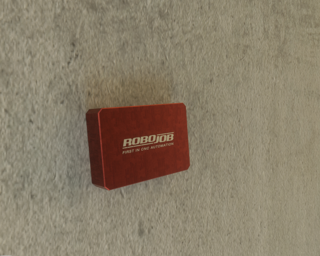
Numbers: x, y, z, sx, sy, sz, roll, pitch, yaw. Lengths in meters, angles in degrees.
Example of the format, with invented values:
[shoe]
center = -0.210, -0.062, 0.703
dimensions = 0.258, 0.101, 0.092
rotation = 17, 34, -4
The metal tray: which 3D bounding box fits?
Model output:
[metal tray]
center = -0.022, 0.017, 0.382
dimensions = 0.131, 0.030, 0.090
rotation = -8, 95, -40
